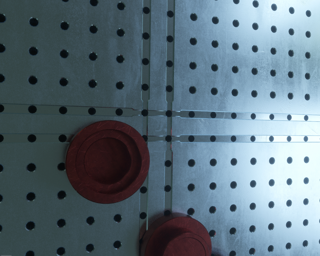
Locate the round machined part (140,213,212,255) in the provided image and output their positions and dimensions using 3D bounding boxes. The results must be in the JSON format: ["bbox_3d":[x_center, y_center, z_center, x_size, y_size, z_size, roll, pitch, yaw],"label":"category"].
[{"bbox_3d":[0.026,0.167,0.413,0.099,0.042,0.097,0,90,-20],"label":"round machined part"}]

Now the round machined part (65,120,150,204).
[{"bbox_3d":[-0.066,0.039,0.379,0.099,0.042,0.097,0,90,-20],"label":"round machined part"}]
